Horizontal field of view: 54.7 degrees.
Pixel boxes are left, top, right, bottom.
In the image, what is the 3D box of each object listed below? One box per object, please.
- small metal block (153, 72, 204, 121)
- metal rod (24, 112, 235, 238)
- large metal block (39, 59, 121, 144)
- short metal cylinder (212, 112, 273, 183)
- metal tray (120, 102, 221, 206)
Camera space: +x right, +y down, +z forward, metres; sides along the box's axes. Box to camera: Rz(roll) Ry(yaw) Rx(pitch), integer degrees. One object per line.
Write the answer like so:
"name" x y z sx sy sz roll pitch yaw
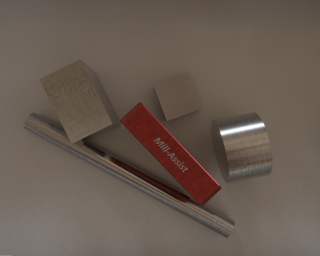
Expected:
"small metal block" 0.024 -0.040 0.409 0.050 0.025 0.050 -20 90 -1
"metal rod" -0.039 0.062 0.410 0.301 0.025 0.025 29 90 -1
"large metal block" -0.093 -0.029 0.381 0.050 0.080 0.080 -26 90 0
"short metal cylinder" 0.099 0.024 0.384 0.050 0.080 0.080 -12 90 1
"metal tray" 0.012 0.029 0.377 0.030 0.090 0.130 -44 91 0
